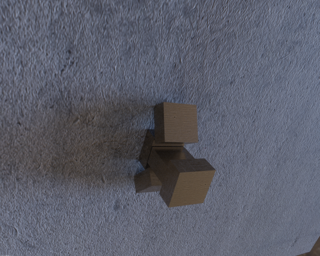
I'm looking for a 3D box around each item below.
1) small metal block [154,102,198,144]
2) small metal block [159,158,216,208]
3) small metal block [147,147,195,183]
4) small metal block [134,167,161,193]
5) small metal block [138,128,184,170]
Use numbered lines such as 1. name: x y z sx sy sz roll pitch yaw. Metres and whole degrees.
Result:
1. small metal block: 0.021 -0.005 0.403 0.050 0.025 0.050 3 81 -30
2. small metal block: 0.032 0.065 0.371 0.050 0.025 0.050 1 118 -29
3. small metal block: 0.019 0.048 0.401 0.050 0.050 0.025 2 117 -30
4. small metal block: -0.003 0.073 0.438 0.050 0.025 0.050 2 158 -30
5. small metal block: 0.003 0.029 0.431 0.050 0.025 0.050 2 117 -30
